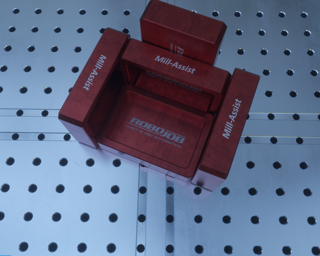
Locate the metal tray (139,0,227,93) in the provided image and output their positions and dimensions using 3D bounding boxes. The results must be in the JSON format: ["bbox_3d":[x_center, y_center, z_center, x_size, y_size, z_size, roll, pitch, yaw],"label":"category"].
[{"bbox_3d":[0.025,-0.093,0.389,0.090,0.130,0.030,21,72,7],"label":"metal tray"}]

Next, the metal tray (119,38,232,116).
[{"bbox_3d":[0.017,-0.058,0.398,0.130,0.090,0.030,21,72,7],"label":"metal tray"}]

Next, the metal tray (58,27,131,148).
[{"bbox_3d":[-0.074,-0.048,0.394,0.030,0.090,0.130,21,71,7],"label":"metal tray"}]

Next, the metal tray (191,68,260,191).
[{"bbox_3d":[0.078,0.005,0.375,0.030,0.090,0.130,21,71,7],"label":"metal tray"}]

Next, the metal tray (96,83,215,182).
[{"bbox_3d":[-0.005,0.005,0.407,0.130,0.030,0.090,21,71,7],"label":"metal tray"}]
